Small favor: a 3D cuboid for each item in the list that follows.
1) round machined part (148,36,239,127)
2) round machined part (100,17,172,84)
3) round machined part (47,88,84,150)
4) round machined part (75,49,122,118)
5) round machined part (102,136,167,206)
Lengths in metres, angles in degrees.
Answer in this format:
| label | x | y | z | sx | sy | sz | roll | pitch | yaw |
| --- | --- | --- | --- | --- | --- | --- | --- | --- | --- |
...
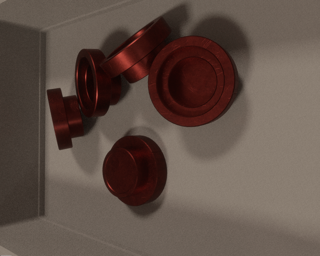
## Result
| label | x | y | z | sx | sy | sz | roll | pitch | yaw |
| --- | --- | --- | --- | --- | --- | --- | --- | --- | --- |
| round machined part | 0.040 | -0.051 | 0.351 | 0.098 | 0.042 | 0.097 | 2 | 95 | 23 |
| round machined part | -0.025 | -0.093 | 0.391 | 0.098 | 0.098 | 0.042 | -23 | 115 | 37 |
| round machined part | -0.150 | -0.016 | 0.497 | 0.098 | 0.042 | 0.097 | 169 | 90 | -73 |
| round machined part | -0.089 | -0.066 | 0.453 | 0.098 | 0.042 | 0.097 | 19 | 113 | 57 |
| round machined part | -0.042 | 0.059 | 0.428 | 0.098 | 0.042 | 0.097 | 0 | 90 | 39 |
